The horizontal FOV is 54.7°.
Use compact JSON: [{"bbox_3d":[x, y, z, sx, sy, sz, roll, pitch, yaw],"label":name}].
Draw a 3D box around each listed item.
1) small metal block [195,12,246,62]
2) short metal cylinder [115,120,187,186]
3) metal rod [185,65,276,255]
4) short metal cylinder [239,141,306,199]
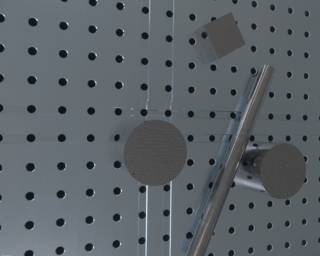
[{"bbox_3d":[0.087,-0.130,0.445,0.050,0.025,0.050,-30,100,-18],"label":"small metal block"},{"bbox_3d":[-0.013,0.030,0.395,0.081,0.050,0.079,0,90,-20],"label":"short metal cylinder"},{"bbox_3d":[0.105,0.045,0.451,0.025,0.025,0.299,26,81,-18],"label":"metal rod"},{"bbox_3d":[0.167,0.061,0.461,0.081,0.050,0.079,0,90,-20],"label":"short metal cylinder"}]
